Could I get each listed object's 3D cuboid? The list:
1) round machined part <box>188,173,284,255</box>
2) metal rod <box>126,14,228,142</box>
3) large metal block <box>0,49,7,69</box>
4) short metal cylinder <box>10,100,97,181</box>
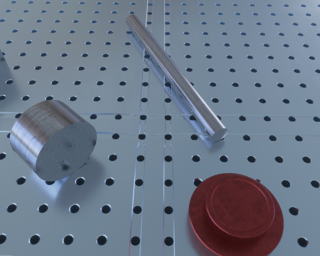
[{"bbox_3d":[0.079,0.088,0.324,0.099,0.042,0.098,0,50,0],"label":"round machined part"},{"bbox_3d":[0.013,-0.095,0.487,0.025,0.025,0.300,-20,53,-16],"label":"metal rod"},{"bbox_3d":[-0.295,-0.117,0.466,0.050,0.080,0.080,29,56,22],"label":"large metal block"},{"bbox_3d":[-0.121,0.014,0.358,0.050,0.080,0.080,36,58,26],"label":"short metal cylinder"}]
